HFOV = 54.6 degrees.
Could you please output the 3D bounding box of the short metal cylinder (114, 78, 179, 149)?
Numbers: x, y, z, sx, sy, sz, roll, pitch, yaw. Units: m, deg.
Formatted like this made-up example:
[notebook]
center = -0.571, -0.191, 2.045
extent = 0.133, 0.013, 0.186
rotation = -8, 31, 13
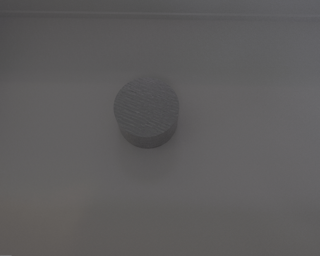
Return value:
[short metal cylinder]
center = -0.016, -0.018, 0.403
extent = 0.080, 0.050, 0.080
rotation = 0, 70, 0
